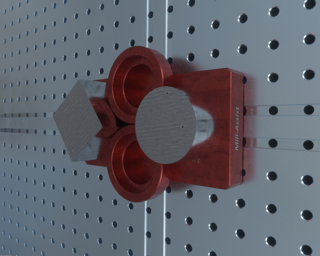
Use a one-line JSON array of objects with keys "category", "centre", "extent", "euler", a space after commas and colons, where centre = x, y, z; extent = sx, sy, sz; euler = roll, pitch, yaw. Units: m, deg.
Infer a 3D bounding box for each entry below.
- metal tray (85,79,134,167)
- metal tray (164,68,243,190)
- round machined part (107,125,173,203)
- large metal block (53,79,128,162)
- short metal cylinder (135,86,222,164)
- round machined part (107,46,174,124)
[{"category": "metal tray", "centre": [-0.072, -0.008, 0.465], "extent": [0.090, 0.030, 0.129], "euler": [1, 91, 38]}, {"category": "metal tray", "centre": [0.049, 0.000, 0.363], "extent": [0.090, 0.030, 0.129], "euler": [1, 91, 40]}, {"category": "round machined part", "centre": [-0.021, 0.044, 0.404], "extent": [0.098, 0.042, 0.097], "euler": [0, 90, 40]}, {"category": "large metal block", "centre": [-0.097, -0.010, 0.434], "extent": [0.080, 0.050, 0.080], "euler": [-44, 64, 31]}, {"category": "short metal cylinder", "centre": [0.020, -0.003, 0.337], "extent": [0.080, 0.050, 0.079], "euler": [0, 90, 40]}, {"category": "round machined part", "centre": [-0.020, -0.054, 0.403], "extent": [0.098, 0.042, 0.097], "euler": [0, 90, 40]}]
